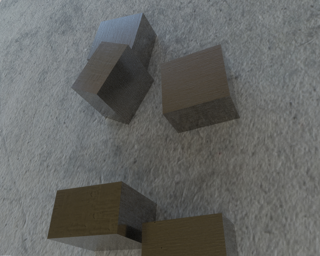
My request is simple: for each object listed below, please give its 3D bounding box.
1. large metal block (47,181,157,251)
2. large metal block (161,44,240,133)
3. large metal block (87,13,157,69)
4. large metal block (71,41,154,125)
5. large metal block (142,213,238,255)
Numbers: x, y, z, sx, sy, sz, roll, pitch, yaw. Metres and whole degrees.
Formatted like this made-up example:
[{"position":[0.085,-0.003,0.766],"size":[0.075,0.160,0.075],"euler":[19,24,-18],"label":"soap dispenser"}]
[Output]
[{"position":[-0.058,0.100,0.336],"size":[0.080,0.080,0.050],"euler":[-12,57,21],"label":"large metal block"},{"position":[0.049,-0.048,0.391],"size":[0.080,0.050,0.080],"euler":[-15,56,19],"label":"large metal block"},{"position":[-0.059,-0.130,0.497],"size":[0.080,0.050,0.080],"euler":[-2,61,27],"label":"large metal block"},{"position":[-0.063,-0.063,0.439],"size":[0.050,0.080,0.080],"euler":[17,71,34],"label":"large metal block"},{"position":[0.030,0.131,0.291],"size":[0.080,0.050,0.080],"euler":[-14,56,20],"label":"large metal block"}]
